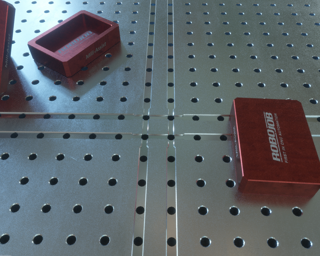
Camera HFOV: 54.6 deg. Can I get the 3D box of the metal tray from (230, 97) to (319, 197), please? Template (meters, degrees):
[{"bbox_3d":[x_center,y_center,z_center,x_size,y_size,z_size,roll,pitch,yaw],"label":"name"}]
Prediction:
[{"bbox_3d":[0.140,0.019,0.389,0.090,0.030,0.130,3,50,2],"label":"metal tray"}]

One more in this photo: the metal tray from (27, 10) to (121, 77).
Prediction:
[{"bbox_3d":[-0.142,-0.148,0.528,0.090,0.030,0.131,28,55,22],"label":"metal tray"}]

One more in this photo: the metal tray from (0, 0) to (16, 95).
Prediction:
[{"bbox_3d":[-0.259,-0.116,0.431,0.091,0.129,0.030,10,11,-9],"label":"metal tray"}]

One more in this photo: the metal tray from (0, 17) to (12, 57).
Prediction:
[{"bbox_3d":[-0.290,-0.111,0.459,0.131,0.090,0.030,-37,102,-27],"label":"metal tray"}]
